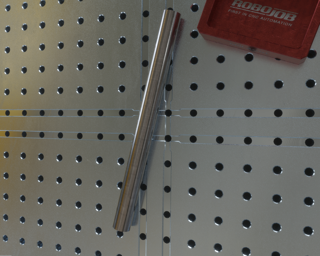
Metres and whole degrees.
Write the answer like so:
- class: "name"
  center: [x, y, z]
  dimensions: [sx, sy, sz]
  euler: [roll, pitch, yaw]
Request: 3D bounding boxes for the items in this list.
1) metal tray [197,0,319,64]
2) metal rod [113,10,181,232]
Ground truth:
- class: "metal tray"
  center: [0.121, -0.138, 0.367]
  dimensions: [0.130, 0.030, 0.089]
  euler: [21, 97, 18]
- class: "metal rod"
  center: [-0.019, -0.006, 0.418]
  dimensions: [0.025, 0.025, 0.298]
  euler: [15, 95, 19]
